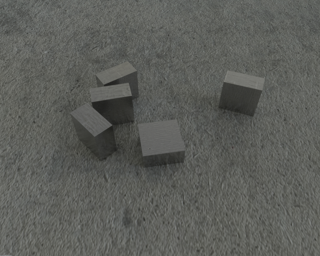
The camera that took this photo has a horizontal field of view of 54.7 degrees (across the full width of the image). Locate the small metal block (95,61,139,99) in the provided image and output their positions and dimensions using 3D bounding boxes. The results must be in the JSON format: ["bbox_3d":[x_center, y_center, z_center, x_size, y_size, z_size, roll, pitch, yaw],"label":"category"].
[{"bbox_3d":[-0.059,-0.059,0.436,0.050,0.050,0.025,-28,56,-21],"label":"small metal block"}]

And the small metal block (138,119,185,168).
[{"bbox_3d":[0.001,0.019,0.387,0.050,0.025,0.050,-7,50,-6],"label":"small metal block"}]

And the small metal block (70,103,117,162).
[{"bbox_3d":[-0.081,0.005,0.382,0.025,0.050,0.050,-36,59,-26],"label":"small metal block"}]

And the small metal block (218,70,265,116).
[{"bbox_3d":[0.111,-0.047,0.427,0.050,0.050,0.025,15,52,12],"label":"small metal block"}]

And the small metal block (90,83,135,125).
[{"bbox_3d":[-0.062,-0.030,0.411,0.050,0.050,0.025,-10,51,-9],"label":"small metal block"}]
